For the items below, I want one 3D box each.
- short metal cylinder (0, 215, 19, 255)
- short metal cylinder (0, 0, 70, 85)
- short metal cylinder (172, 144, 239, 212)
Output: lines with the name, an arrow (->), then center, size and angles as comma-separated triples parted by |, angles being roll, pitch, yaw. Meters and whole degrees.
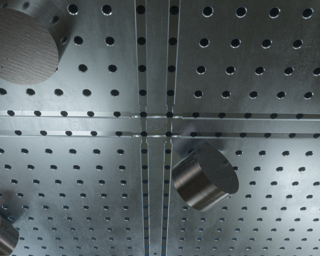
short metal cylinder -> -0.297, 0.194, 0.538 | 0.080, 0.080, 0.050 | -14, 129, 12
short metal cylinder -> -0.139, -0.091, 0.316 | 0.081, 0.050, 0.079 | 0, 130, 0
short metal cylinder -> 0.064, 0.069, 0.435 | 0.080, 0.080, 0.050 | 31, 123, -24
